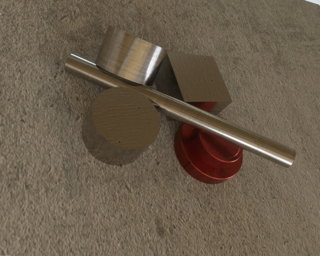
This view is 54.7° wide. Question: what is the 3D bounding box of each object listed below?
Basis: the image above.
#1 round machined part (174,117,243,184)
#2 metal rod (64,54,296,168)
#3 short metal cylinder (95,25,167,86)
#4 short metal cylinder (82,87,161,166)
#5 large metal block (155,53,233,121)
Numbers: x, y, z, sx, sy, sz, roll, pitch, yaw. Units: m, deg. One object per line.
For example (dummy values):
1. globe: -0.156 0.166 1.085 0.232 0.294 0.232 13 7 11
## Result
1. round machined part: 0.072 0.023 0.418 0.099 0.042 0.098 14 56 -21
2. metal rod: 0.023 -0.023 0.388 0.301 0.025 0.025 24 52 3
3. short metal cylinder: -0.037 -0.094 0.402 0.080 0.050 0.080 22 14 -6
4. short metal cylinder: -0.046 -0.001 0.366 0.081 0.050 0.080 14 56 -21
5. large metal block: 0.045 -0.058 0.446 0.081 0.050 0.080 -3 63 -30
